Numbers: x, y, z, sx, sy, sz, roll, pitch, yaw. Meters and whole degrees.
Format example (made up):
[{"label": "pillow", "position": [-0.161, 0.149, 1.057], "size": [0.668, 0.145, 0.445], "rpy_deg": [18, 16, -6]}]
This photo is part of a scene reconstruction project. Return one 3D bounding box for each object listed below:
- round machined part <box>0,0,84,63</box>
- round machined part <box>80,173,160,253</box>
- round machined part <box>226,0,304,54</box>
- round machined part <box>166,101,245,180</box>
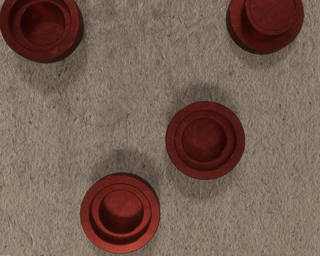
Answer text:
[{"label": "round machined part", "position": [-0.148, -0.132, 0.399], "size": [0.099, 0.042, 0.097], "rpy_deg": [0, 90, -1]}, {"label": "round machined part", "position": [-0.049, 0.106, 0.401], "size": [0.099, 0.042, 0.097], "rpy_deg": [0, 90, -1]}, {"label": "round machined part", "position": [0.139, -0.149, 0.403], "size": [0.099, 0.042, 0.097], "rpy_deg": [0, 90, -1]}, {"label": "round machined part", "position": [0.056, 0.015, 0.402], "size": [0.099, 0.042, 0.097], "rpy_deg": [0, 90, -1]}]
